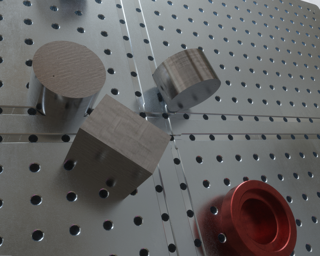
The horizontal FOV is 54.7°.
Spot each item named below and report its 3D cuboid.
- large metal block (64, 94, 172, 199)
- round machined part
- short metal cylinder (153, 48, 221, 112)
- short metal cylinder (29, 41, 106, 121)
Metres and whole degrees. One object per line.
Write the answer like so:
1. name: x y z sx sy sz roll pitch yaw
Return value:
1. large metal block: -0.047 0.023 0.333 0.080 0.080 0.050 34 51 -7
2. round machined part: 0.118 0.118 0.388 0.099 0.042 0.098 14 56 -21
3. short metal cylinder: 0.037 -0.065 0.432 0.081 0.080 0.050 -14 69 -34
4. short metal cylinder: -0.110 -0.056 0.367 0.081 0.050 0.080 14 56 -21
